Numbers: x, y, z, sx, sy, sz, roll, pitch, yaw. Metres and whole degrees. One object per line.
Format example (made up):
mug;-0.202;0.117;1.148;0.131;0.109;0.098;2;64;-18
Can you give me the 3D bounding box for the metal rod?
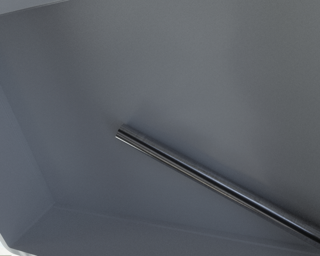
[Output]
metal rod;0.075;0.073;0.414;0.301;0.025;0.025;28;128;10
